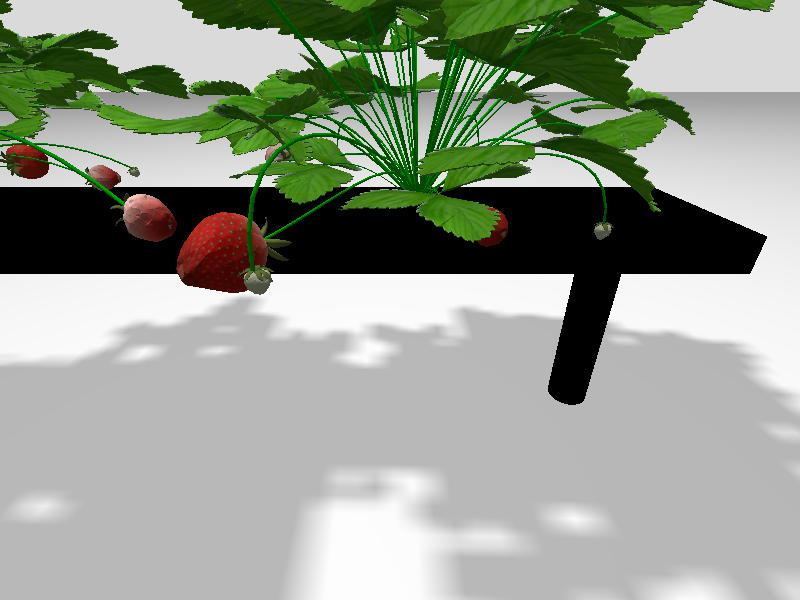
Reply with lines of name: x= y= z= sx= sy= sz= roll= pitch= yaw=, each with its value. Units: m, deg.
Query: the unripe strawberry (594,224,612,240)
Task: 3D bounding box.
unripe strawberry: x=0.128 y=-0.043 z=0.254 sx=0.010 sy=0.010 sz=0.011 roll=25 pitch=37 yaw=37

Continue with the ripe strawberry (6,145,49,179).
ripe strawberry: x=-0.415 y=-0.156 z=0.449 sx=0.034 sy=0.036 sz=0.037 roll=5 pitch=29 yaw=9

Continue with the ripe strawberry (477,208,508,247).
ripe strawberry: x=0.061 y=-0.047 z=0.263 sx=0.024 sy=0.025 sz=0.026 roll=-13 pitch=32 yaw=-22

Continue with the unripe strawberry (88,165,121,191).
unripe strawberry: x=-0.286 y=-0.118 z=0.389 sx=0.025 sy=0.024 sz=0.027 roll=-7 pitch=30 yaw=-17

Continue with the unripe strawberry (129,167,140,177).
unripe strawberry: x=-0.298 y=-0.143 z=0.450 sx=0.009 sy=0.010 sz=0.010 roll=31 pitch=-22 yaw=43

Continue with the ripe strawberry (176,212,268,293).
ripe strawberry: x=-0.090 y=-0.022 z=0.201 sx=0.041 sy=0.043 sz=0.044 roll=17 pitch=34 yaw=28

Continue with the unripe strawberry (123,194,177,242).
unripe strawberry: x=-0.164 y=-0.053 z=0.264 sx=0.030 sy=0.032 sz=0.028 roll=20 pitch=33 yaw=11

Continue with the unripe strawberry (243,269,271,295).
unripe strawberry: x=-0.067 y=-0.009 z=0.190 sx=0.011 sy=0.012 sz=0.013 roll=13 pitch=31 yaw=21

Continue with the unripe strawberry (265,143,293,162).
unripe strawberry: x=-0.140 y=-0.163 z=0.459 sx=0.033 sy=0.034 sz=0.030 roll=22 pitch=36 yaw=35
